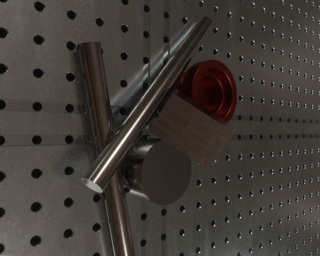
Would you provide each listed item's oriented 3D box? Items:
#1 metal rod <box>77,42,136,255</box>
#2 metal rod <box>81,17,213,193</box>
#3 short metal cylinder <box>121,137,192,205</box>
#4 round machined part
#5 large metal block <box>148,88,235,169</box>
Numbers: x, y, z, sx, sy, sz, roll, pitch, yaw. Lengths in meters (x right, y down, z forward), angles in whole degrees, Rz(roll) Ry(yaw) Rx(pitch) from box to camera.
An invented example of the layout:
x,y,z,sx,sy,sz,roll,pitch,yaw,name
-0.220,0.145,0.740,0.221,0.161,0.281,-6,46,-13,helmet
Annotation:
x,y,z,sx,sy,sz,roll,pitch,yaw,name
-0.057,0.053,0.362,0.025,0.025,0.298,-14,99,-39,metal rod
0.000,-0.050,0.390,0.025,0.025,0.301,52,53,-28,metal rod
-0.006,0.052,0.390,0.081,0.050,0.079,-1,91,-40,short metal cylinder
0.067,-0.049,0.456,0.099,0.042,0.097,0,90,-40,round machined part
0.036,-0.004,0.377,0.080,0.080,0.050,32,102,-5,large metal block
